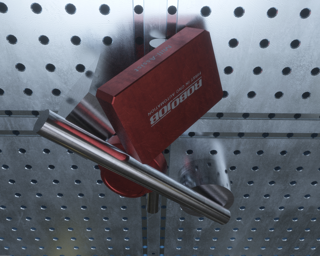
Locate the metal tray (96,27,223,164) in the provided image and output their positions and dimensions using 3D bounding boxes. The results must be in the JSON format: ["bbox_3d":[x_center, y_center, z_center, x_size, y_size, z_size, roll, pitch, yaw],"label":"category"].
[{"bbox_3d":[0.008,-0.035,0.327,0.131,0.030,0.090,-40,131,-22],"label":"metal tray"}]

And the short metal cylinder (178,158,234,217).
[{"bbox_3d":[0.069,0.092,0.476,0.081,0.050,0.079,0,130,0],"label":"short metal cylinder"}]

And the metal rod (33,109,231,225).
[{"bbox_3d":[-0.008,0.062,0.372,0.025,0.025,0.301,-36,130,26],"label":"metal rod"}]

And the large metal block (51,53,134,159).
[{"bbox_3d":[-0.076,-0.025,0.354,0.050,0.080,0.080,34,122,-26],"label":"large metal block"}]

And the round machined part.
[{"bbox_3d":[-0.043,0.059,0.430,0.098,0.042,0.097,11,131,13],"label":"round machined part"}]

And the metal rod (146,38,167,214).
[{"bbox_3d":[-0.006,0.022,0.430,0.025,0.025,0.298,2,130,-2],"label":"metal rod"}]
